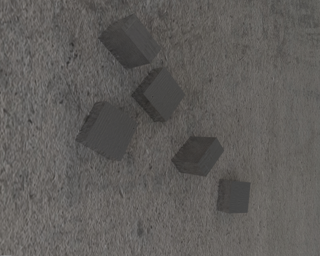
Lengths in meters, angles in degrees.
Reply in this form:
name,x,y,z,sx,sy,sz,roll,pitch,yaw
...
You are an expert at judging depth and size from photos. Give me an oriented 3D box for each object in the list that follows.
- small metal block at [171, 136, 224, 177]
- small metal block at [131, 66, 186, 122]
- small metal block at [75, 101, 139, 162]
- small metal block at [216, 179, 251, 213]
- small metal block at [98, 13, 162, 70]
name,x,y,z,sx,sy,sz,roll,pitch,yaw
small metal block,0.052,0.038,0.432,0.050,0.050,0.025,-48,119,-29
small metal block,-0.001,-0.043,0.403,0.050,0.025,0.050,50,61,-29
small metal block,-0.060,0.004,0.354,0.050,0.025,0.050,37,67,-34
small metal block,0.120,0.111,0.505,0.050,0.025,0.050,12,83,-39
small metal block,-0.035,-0.098,0.358,0.050,0.050,0.025,48,62,-30
